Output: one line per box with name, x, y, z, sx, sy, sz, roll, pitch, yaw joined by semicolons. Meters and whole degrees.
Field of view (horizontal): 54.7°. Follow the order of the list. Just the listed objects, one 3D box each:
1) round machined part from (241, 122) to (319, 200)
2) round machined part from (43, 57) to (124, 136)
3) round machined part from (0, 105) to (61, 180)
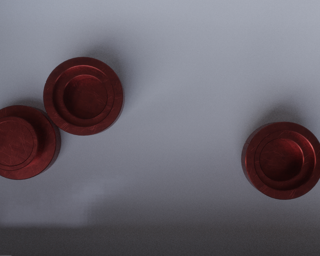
round machined part;0.155;0.041;0.405;0.099;0.042;0.097;0;90;-1
round machined part;-0.095;-0.039;0.402;0.099;0.042;0.097;0;90;-1
round machined part;-0.184;0.019;0.401;0.099;0.042;0.097;0;90;-1
